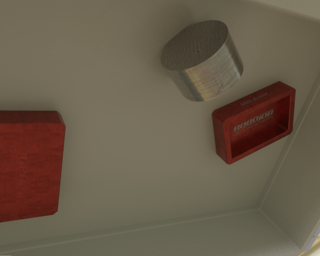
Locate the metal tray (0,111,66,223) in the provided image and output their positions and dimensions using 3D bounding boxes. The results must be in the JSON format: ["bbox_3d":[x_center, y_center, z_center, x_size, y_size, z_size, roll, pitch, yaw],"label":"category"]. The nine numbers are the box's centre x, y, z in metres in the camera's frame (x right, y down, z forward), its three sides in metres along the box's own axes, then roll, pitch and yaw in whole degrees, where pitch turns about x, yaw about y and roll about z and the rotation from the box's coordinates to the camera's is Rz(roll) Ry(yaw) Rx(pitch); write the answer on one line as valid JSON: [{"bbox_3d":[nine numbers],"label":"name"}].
[{"bbox_3d":[-0.160,0.045,0.347,0.091,0.030,0.129,-1,119,-28],"label":"metal tray"}]

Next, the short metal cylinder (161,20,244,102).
[{"bbox_3d":[0.048,-0.076,0.354,0.080,0.080,0.050,-40,130,-1],"label":"short metal cylinder"}]

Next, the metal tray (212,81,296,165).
[{"bbox_3d":[0.148,-0.008,0.483,0.131,0.030,0.089,-24,128,-14],"label":"metal tray"}]
